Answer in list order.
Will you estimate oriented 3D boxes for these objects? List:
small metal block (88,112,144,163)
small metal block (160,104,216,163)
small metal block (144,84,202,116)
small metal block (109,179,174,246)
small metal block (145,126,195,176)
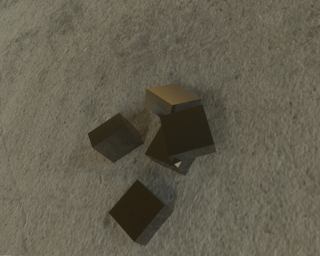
[{"bbox_3d":[-0.057,0.014,0.408,0.050,0.050,0.025,-33,52,6],"label":"small metal block"},{"bbox_3d":[0.031,0.007,0.349,0.050,0.025,0.050,-16,63,7],"label":"small metal block"},{"bbox_3d":[0.016,-0.033,0.397,0.050,0.025,0.050,-16,38,-38],"label":"small metal block"},{"bbox_3d":[-0.022,0.096,0.355,0.050,0.025,0.050,-49,52,-7],"label":"small metal block"},{"bbox_3d":[0.018,0.023,0.379,0.050,0.025,0.050,20,72,35],"label":"small metal block"}]
